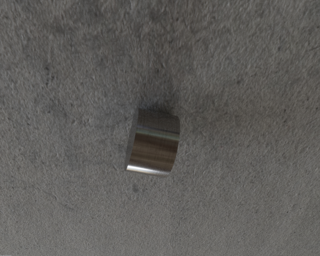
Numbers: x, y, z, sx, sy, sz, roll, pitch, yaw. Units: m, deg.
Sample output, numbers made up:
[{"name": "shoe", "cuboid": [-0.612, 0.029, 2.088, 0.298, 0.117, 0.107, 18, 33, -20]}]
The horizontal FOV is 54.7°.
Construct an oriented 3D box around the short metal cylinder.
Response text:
[{"name": "short metal cylinder", "cuboid": [-0.011, 0.019, 0.387, 0.050, 0.080, 0.079, 12, 129, -10]}]
